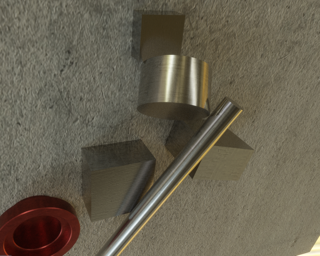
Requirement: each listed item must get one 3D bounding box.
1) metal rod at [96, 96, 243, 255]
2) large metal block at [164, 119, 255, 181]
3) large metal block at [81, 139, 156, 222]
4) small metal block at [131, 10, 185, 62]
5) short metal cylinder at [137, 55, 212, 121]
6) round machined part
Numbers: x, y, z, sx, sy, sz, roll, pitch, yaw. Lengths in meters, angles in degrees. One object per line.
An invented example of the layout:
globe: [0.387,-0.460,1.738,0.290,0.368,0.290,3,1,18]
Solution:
metal rod: [-0.004,0.085,0.386,0.025,0.025,0.299,22,114,-37]
large metal block: [0.066,0.027,0.426,0.081,0.080,0.050,8,115,-32]
large metal block: [-0.056,0.066,0.403,0.081,0.050,0.079,-8,122,-25]
small metal block: [-0.003,-0.102,0.343,0.050,0.025,0.050,-9,122,-24]
short metal cylinder: [0.017,-0.042,0.347,0.081,0.080,0.050,12,77,-34]
round machined part: [-0.154,0.124,0.389,0.099,0.042,0.097,-14,125,-21]
